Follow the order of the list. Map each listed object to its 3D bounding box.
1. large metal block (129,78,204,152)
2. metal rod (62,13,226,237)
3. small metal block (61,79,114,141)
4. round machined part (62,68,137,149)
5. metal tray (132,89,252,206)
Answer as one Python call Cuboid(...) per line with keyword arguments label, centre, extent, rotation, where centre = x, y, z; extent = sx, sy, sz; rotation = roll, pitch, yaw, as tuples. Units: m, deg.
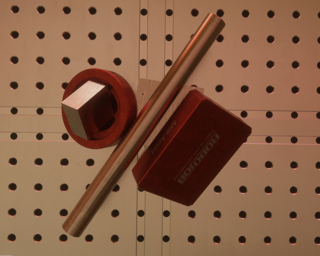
Cuboid(label="large metal block", centre=(0.008, -0.015, 0.401), extent=(0.081, 0.050, 0.080), rotation=(9, 90, -1))
Cuboid(label="metal rod", centre=(-0.018, -0.004, 0.363), extent=(0.025, 0.025, 0.299), rotation=(35, 90, -1))
Cuboid(label="small metal block", centre=(-0.085, -0.022, 0.372), extent=(0.025, 0.050, 0.050), rotation=(22, 51, 25))
Cuboid(label="round machined part", centre=(-0.072, -0.024, 0.391), extent=(0.098, 0.042, 0.097), rotation=(1, 93, 25))
Cuboid(label="metal tray", centre=(0.038, 0.029, 0.378), extent=(0.090, 0.030, 0.129), rotation=(28, 105, -32))
